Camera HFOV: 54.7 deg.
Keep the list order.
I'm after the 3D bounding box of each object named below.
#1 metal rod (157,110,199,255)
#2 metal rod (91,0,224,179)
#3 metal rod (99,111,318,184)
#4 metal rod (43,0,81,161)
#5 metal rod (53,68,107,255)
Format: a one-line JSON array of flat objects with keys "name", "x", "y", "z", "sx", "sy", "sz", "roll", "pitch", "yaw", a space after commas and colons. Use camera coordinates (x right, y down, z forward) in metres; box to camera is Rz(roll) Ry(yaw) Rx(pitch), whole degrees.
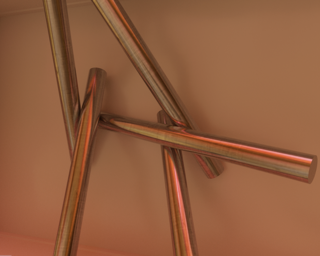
[{"name": "metal rod", "x": 0.023, "y": 0.104, "z": 0.324, "sx": 0.025, "sy": 0.025, "sz": 0.299, "roll": -21, "pitch": 53, "yaw": 19}, {"name": "metal rod", "x": -0.011, "y": -0.065, "z": 0.351, "sx": 0.025, "sy": 0.025, "sz": 0.299, "roll": -29, "pitch": 105, "yaw": 18}, {"name": "metal rod", "x": 0.014, "y": 0.010, "z": 0.354, "sx": 0.300, "sy": 0.025, "sz": 0.025, "roll": 12, "pitch": 95, "yaw": 39}, {"name": "metal rod", "x": -0.118, "y": -0.077, "z": 0.383, "sx": 0.025, "sy": 0.025, "sz": 0.298, "roll": 11, "pitch": 121, "yaw": 19}, {"name": "metal rod", "x": -0.098, "y": 0.059, "z": 0.374, "sx": 0.025, "sy": 0.025, "sz": 0.299, "roll": -5, "pitch": 65, "yaw": 20}]
